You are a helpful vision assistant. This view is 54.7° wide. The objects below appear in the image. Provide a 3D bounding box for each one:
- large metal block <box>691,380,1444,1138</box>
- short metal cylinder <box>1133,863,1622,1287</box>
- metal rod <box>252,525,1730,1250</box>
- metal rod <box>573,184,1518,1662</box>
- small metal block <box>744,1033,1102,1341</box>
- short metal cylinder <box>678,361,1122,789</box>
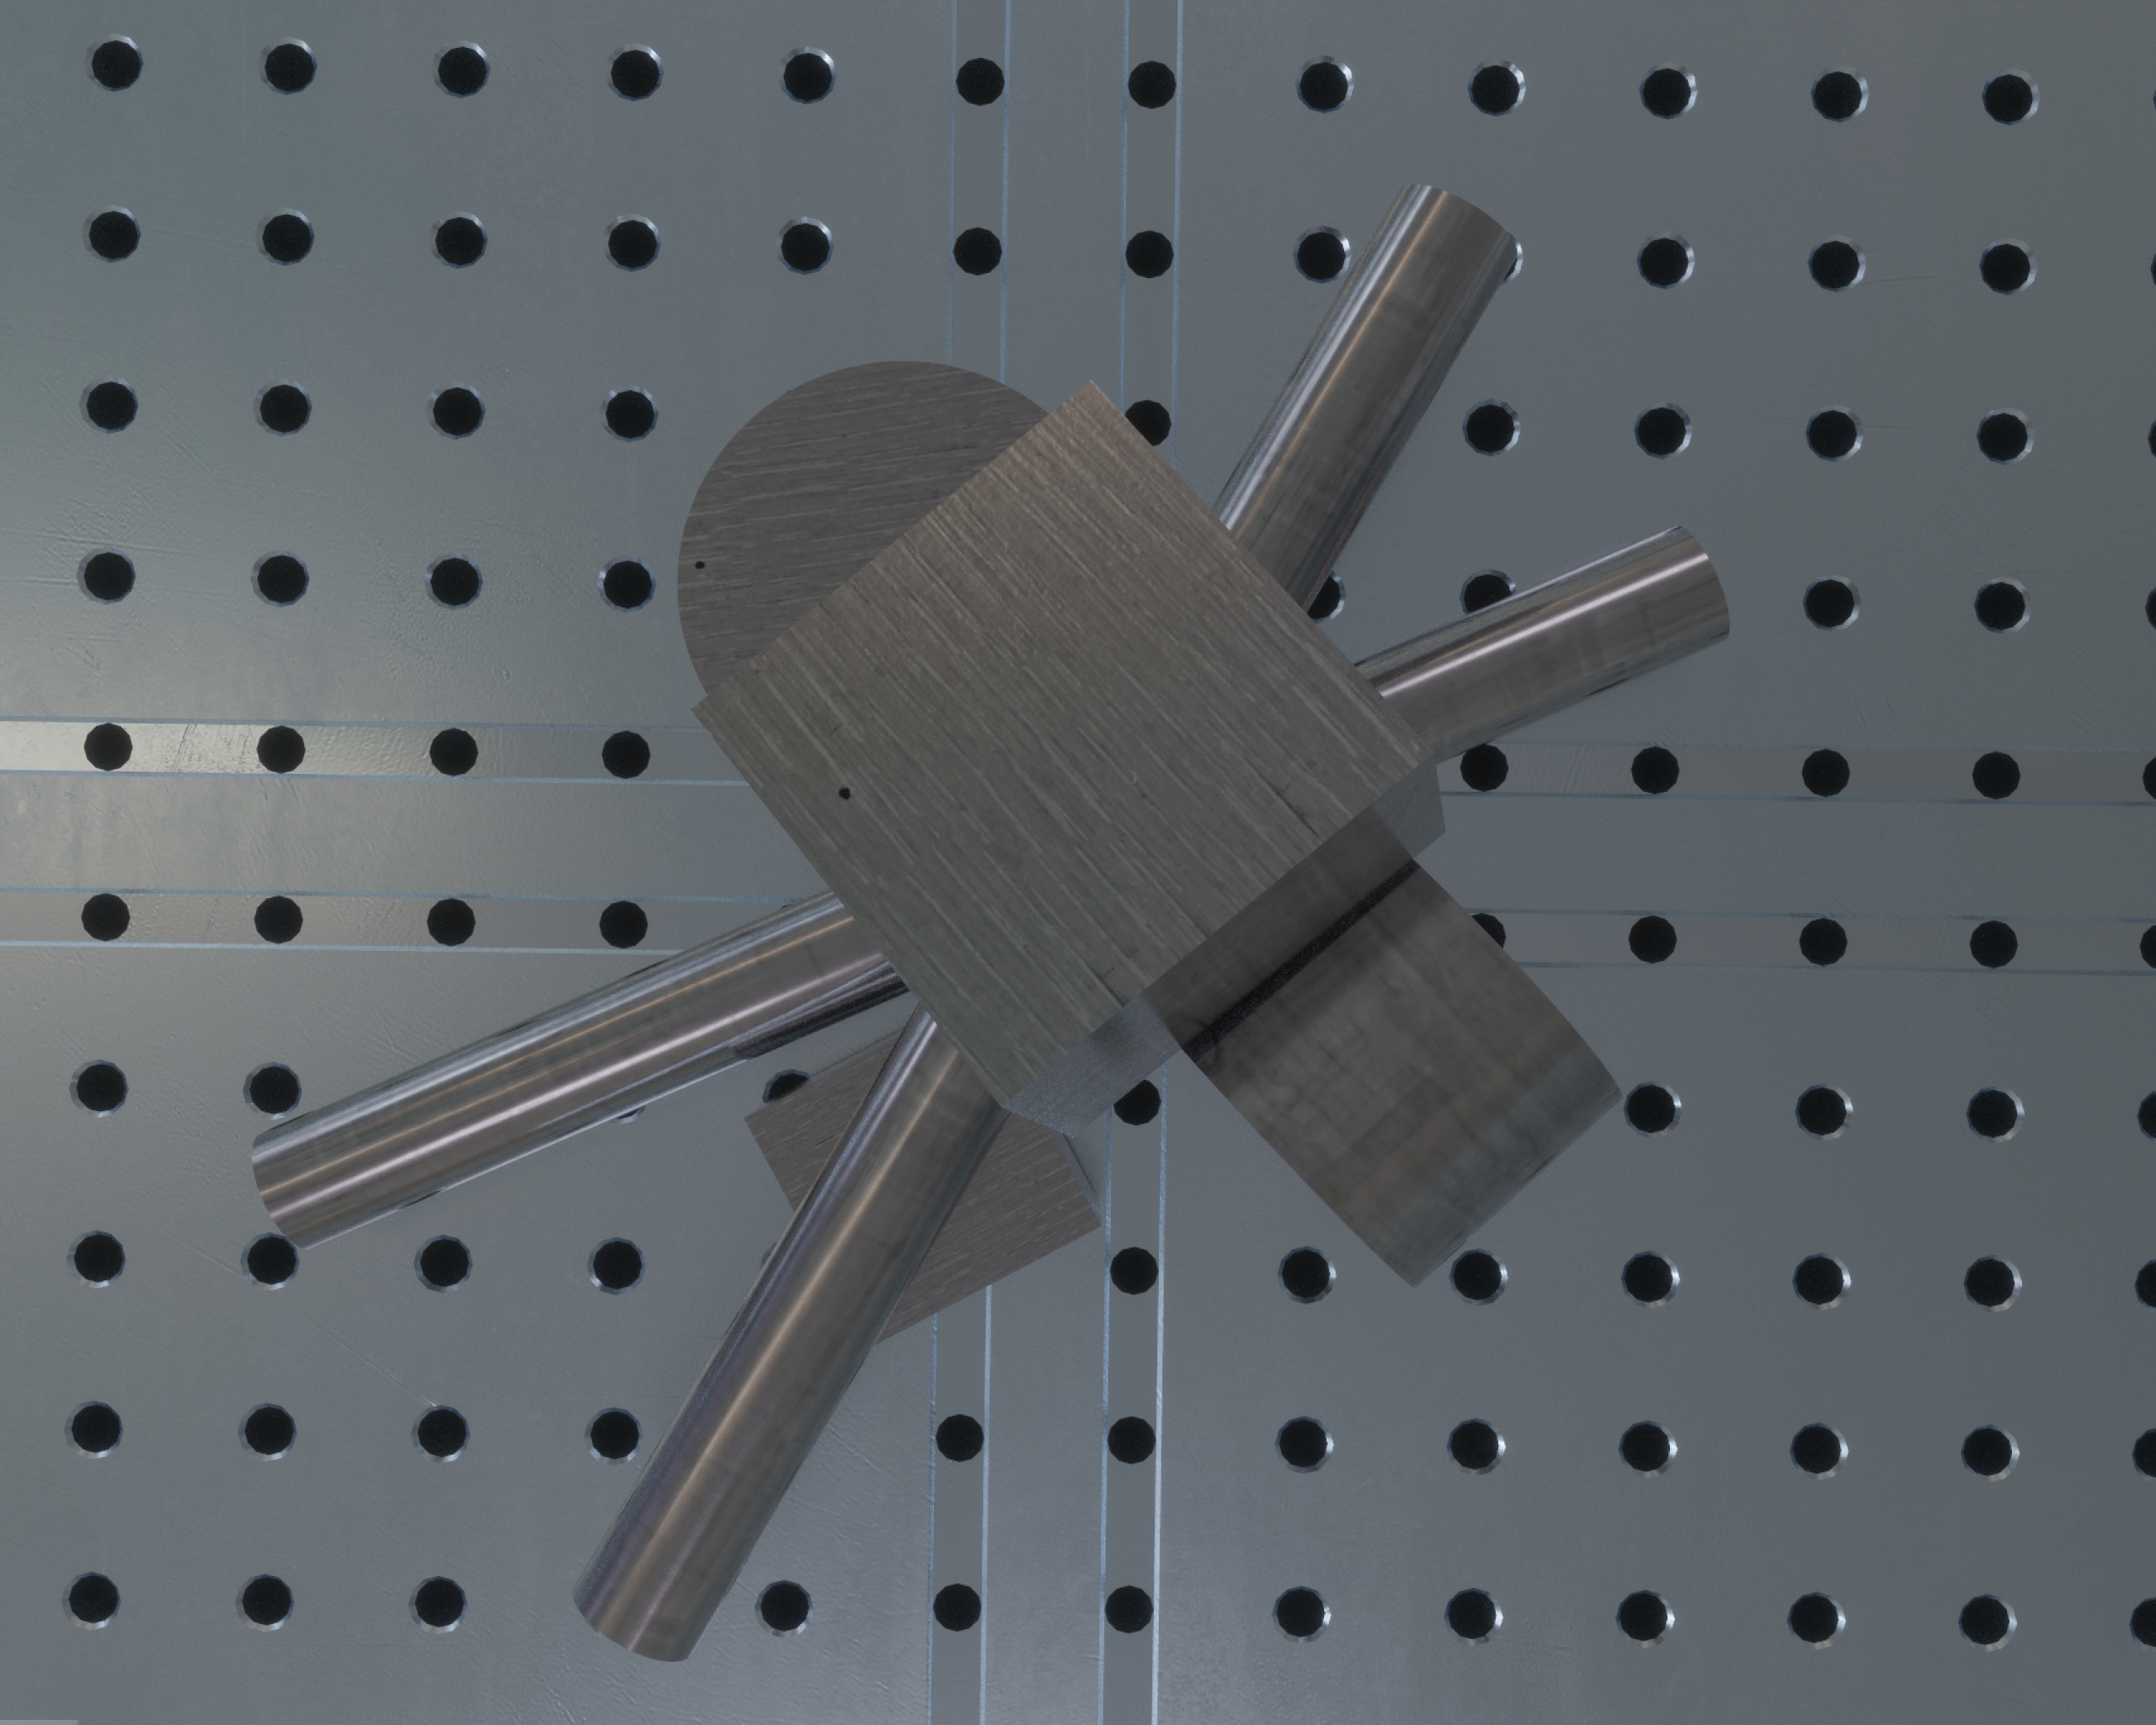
[{"bbox_3d":[0.001,-0.014,0.334,0.080,0.050,0.080,-40,73,1],"label":"large metal block"},{"bbox_3d":[0.052,0.031,0.383,0.050,0.080,0.080,-43,90,1],"label":"short metal cylinder"},{"bbox_3d":[-0.016,0.005,0.409,0.301,0.025,0.025,-23,90,0],"label":"metal rod"},{"bbox_3d":[-0.006,0.010,0.385,0.025,0.025,0.299,31,89,0],"label":"metal rod"},{"bbox_3d":[-0.030,0.059,0.410,0.050,0.025,0.050,-28,90,0],"label":"small metal block"},{"bbox_3d":[-0.031,-0.050,0.397,0.081,0.050,0.079,0,90,0],"label":"short metal cylinder"}]
